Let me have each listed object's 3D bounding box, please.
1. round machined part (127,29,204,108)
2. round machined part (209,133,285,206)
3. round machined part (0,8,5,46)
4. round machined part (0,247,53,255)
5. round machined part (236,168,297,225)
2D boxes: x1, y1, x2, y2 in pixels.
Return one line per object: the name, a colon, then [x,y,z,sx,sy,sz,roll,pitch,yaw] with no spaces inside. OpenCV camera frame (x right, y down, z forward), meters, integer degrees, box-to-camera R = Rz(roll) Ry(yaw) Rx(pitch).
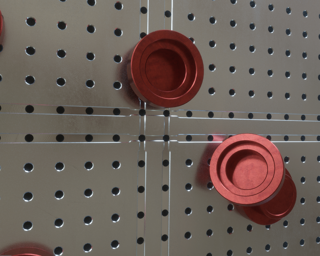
round machined part: [0.004,-0.075,0.406,0.099,0.042,0.097,0,90,-21]
round machined part: [0.122,0.060,0.432,0.042,0.098,0.098,39,74,-57]
round machined part: [-0.219,-0.115,0.322,0.099,0.042,0.097,0,90,-21]
round machined part: [-0.157,0.190,0.346,0.099,0.042,0.097,0,90,-21]
round machined part: [0.164,0.098,0.466,0.099,0.042,0.097,0,90,-21]
